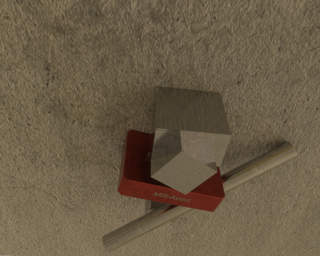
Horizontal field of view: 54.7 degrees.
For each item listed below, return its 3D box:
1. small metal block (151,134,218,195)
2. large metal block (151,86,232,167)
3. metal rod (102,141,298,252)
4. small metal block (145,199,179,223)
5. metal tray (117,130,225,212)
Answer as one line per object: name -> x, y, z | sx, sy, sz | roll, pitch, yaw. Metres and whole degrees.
small metal block -> 0.025, 0.041, 0.338 | 0.050, 0.025, 0.050 | 31, 123, -25
large metal block -> 0.032, -0.003, 0.369 | 0.081, 0.080, 0.050 | 5, 130, -5
metal rod -> 0.054, 0.100, 0.446 | 0.301, 0.025, 0.025 | -28, 126, 4
small metal block -> 0.005, 0.117, 0.491 | 0.050, 0.050, 0.025 | 18, 128, -15
metal tray -> 0.015, 0.055, 0.411 | 0.131, 0.090, 0.030 | 14, 129, -12
